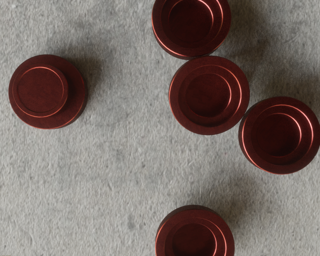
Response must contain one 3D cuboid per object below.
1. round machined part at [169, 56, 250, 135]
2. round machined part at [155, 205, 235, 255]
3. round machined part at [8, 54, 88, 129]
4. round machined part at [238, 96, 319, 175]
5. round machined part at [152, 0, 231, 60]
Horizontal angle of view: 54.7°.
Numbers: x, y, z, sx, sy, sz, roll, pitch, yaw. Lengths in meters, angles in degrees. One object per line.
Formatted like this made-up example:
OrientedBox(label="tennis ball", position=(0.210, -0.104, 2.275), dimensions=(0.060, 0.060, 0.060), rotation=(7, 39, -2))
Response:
OrientedBox(label="round machined part", position=(0.060, -0.043, 0.395), dimensions=(0.099, 0.042, 0.097), rotation=(0, 104, -1))
OrientedBox(label="round machined part", position=(0.043, 0.148, 0.402), dimensions=(0.099, 0.042, 0.097), rotation=(0, 90, -1))
OrientedBox(label="round machined part", position=(-0.147, -0.047, 0.400), dimensions=(0.099, 0.042, 0.097), rotation=(0, 90, -1))
OrientedBox(label="round machined part", position=(0.151, 0.009, 0.404), dimensions=(0.099, 0.042, 0.097), rotation=(0, 90, -1))
OrientedBox(label="round machined part", position=(0.039, -0.136, 0.402), dimensions=(0.099, 0.042, 0.097), rotation=(0, 90, -1))
